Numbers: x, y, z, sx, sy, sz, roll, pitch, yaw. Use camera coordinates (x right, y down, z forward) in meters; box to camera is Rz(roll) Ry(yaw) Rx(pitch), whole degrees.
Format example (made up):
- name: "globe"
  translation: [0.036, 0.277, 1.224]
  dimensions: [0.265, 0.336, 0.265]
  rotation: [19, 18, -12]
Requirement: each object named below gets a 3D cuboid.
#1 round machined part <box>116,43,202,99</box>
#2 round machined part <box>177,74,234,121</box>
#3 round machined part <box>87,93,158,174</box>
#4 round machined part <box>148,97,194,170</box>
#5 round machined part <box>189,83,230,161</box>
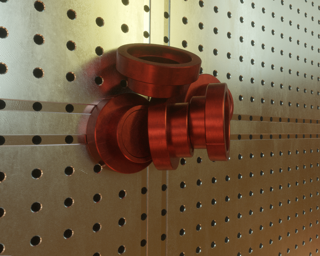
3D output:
- name: "round machined part"
  translation: [-0.003, -0.067, 0.367]
  dimensions: [0.099, 0.098, 0.042]
  rotation: [-16, 126, -39]
- name: "round machined part"
  translation: [0.073, -0.032, 0.461]
  dimensions: [0.099, 0.042, 0.097]
  rotation: [0, 90, -40]
- name: "round machined part"
  translation: [-0.034, 0.006, 0.372]
  dimensions: [0.099, 0.042, 0.097]
  rotation: [0, 90, -40]
- name: "round machined part"
  translation: [0.018, 0.003, 0.384]
  dimensions: [0.098, 0.042, 0.097]
  rotation: [-4, 91, -77]
- name: "round machined part"
  translation: [0.063, -0.007, 0.391]
  dimensions: [0.098, 0.042, 0.097]
  rotation: [-2, 91, -73]
